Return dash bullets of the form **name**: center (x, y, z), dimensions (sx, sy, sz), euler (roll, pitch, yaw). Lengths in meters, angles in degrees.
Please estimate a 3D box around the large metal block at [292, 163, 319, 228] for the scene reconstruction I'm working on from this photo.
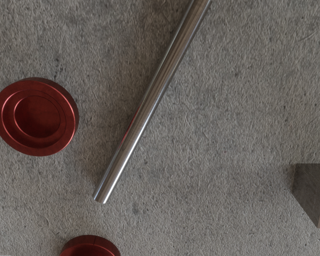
- **large metal block**: center (0.236, 0.088, 0.415), dimensions (0.081, 0.080, 0.050), euler (0, 110, 0)

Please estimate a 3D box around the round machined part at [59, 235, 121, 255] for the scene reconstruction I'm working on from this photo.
- **round machined part**: center (-0.111, 0.219, 0.480), dimensions (0.099, 0.042, 0.097), euler (0, 110, 0)

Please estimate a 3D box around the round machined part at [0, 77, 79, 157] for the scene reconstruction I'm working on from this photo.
- **round machined part**: center (-0.152, -0.016, 0.393), dimensions (0.099, 0.042, 0.097), euler (0, 110, 0)

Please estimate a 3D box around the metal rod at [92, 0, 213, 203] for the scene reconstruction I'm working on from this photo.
- **metal rod**: center (-0.018, -0.025, 0.400), dimensions (0.025, 0.025, 0.298), euler (25, 108, -9)
